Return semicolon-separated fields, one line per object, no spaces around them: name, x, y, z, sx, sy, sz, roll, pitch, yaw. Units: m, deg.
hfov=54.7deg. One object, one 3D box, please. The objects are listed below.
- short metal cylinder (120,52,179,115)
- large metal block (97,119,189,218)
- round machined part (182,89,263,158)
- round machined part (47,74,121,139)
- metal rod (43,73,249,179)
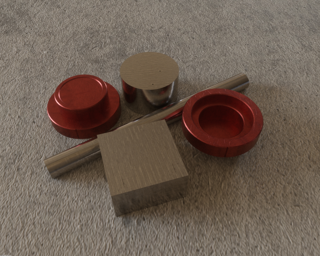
short metal cylinder;-0.014;-0.064;0.441;0.081;0.050;0.080;0;50;0
large metal block;-0.021;0.044;0.352;0.081;0.050;0.080;-13;51;-11
round machined part;0.077;-0.002;0.395;0.099;0.042;0.098;0;50;0
round machined part;-0.104;-0.036;0.422;0.099;0.042;0.098;0;50;0
metal rod;-0.003;-0.011;0.415;0.302;0.025;0.025;-25;55;-20
